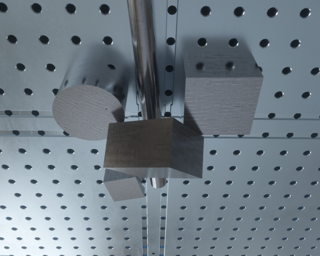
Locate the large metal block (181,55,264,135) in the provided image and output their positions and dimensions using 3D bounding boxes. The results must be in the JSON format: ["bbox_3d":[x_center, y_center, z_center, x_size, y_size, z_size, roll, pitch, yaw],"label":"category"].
[{"bbox_3d":[0.067,-0.038,0.364,0.081,0.050,0.079,-1,130,0],"label":"large metal block"}]

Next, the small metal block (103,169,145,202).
[{"bbox_3d":[-0.055,0.087,0.485,0.050,0.025,0.050,-11,130,8],"label":"small metal block"}]

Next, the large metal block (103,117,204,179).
[{"bbox_3d":[-0.004,0.027,0.351,0.080,0.050,0.080,-4,162,30],"label":"large metal block"}]

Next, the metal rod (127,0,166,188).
[{"bbox_3d":[-0.012,-0.029,0.386,0.025,0.025,0.298,-3,130,2],"label":"metal rod"}]

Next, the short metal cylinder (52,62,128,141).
[{"bbox_3d":[-0.080,-0.031,0.368,0.081,0.050,0.079,0,130,0],"label":"short metal cylinder"}]
